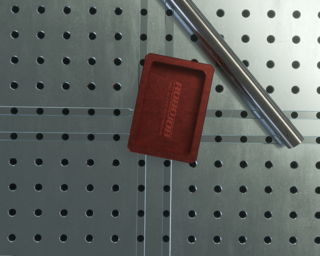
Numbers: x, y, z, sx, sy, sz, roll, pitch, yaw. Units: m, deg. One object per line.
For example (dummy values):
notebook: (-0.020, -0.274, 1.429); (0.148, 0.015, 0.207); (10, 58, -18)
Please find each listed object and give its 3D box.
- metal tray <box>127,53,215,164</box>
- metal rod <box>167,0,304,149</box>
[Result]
metal tray: (0.014, -0.025, 0.411); (0.091, 0.030, 0.129); (11, 90, -1)
metal rod: (0.087, -0.096, 0.414); (0.025, 0.025, 0.300); (-39, 91, 0)
